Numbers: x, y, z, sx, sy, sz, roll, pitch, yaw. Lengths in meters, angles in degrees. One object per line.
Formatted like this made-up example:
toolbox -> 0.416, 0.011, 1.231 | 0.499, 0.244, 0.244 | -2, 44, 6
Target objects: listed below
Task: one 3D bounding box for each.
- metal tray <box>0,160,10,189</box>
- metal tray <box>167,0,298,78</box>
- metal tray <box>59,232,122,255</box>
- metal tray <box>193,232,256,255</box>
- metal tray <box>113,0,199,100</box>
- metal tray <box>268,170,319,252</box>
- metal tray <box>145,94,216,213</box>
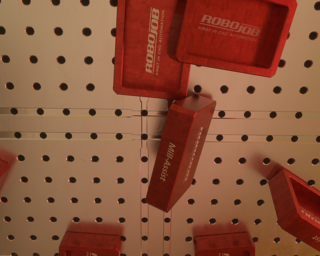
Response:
metal tray -> -0.284, 0.090, 0.441 | 0.090, 0.030, 0.129 | 28, 108, -10
metal tray -> 0.081, -0.112, 0.349 | 0.131, 0.030, 0.089 | 5, 109, -20
metal tray -> -0.110, 0.231, 0.494 | 0.091, 0.030, 0.129 | 5, 110, -2
metal tray -> 0.104, 0.233, 0.496 | 0.090, 0.030, 0.129 | -6, 110, 2
metal tray -> -0.006, -0.103, 0.372 | 0.091, 0.030, 0.129 | 5, 110, -2
metal tray -> 0.214, 0.123, 0.423 | 0.130, 0.090, 0.030 | 32, 120, -11
metal tray -> 0.027, 0.028, 0.387 | 0.030, 0.090, 0.129 | 21, 111, 19
